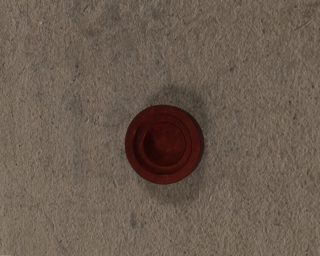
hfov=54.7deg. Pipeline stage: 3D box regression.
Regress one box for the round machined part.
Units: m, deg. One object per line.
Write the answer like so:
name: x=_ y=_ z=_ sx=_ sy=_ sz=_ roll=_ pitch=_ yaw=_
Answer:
round machined part: x=0.009 y=0.020 z=0.396 sx=0.098 sy=0.042 sz=0.097 roll=0 pitch=90 yaw=19
